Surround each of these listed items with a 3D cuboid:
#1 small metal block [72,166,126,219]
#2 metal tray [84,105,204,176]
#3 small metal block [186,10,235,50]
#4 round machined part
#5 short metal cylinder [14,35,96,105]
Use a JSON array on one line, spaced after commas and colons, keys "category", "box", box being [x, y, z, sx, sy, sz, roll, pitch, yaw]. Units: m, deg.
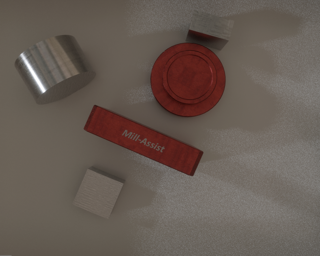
[{"category": "small metal block", "box": [-0.080, 0.085, 0.410, 0.050, 0.025, 0.050, 23, 90, -1]}, {"category": "metal tray", "box": [-0.018, 0.014, 0.378, 0.131, 0.090, 0.030, 23, 90, -1]}, {"category": "small metal block", "box": [0.063, -0.125, 0.400, 0.050, 0.050, 0.025, 15, 90, -1]}, {"category": "round machined part", "box": [0.037, -0.063, 0.403, 0.099, 0.042, 0.097, 0, 90, -1]}, {"category": "short metal cylinder", "box": [-0.127, -0.070, 0.382, 0.080, 0.080, 0.050, -30, 91, 0]}]
